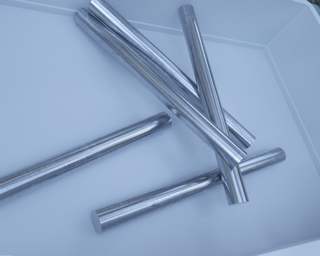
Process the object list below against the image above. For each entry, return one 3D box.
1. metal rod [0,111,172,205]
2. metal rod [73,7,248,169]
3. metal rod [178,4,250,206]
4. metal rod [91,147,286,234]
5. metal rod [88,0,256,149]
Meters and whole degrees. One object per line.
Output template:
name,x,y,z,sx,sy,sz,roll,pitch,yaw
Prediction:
metal rod,-0.104,0.039,0.325,0.302,0.025,0.025,-24,75,-36
metal rod,-0.010,-0.061,0.403,0.300,0.025,0.025,44,50,15
metal rod,0.067,-0.046,0.425,0.025,0.025,0.299,1,66,-28
metal rod,0.059,0.068,0.395,0.303,0.025,0.025,-12,68,-33
metal rod,0.021,-0.075,0.445,0.300,0.025,0.025,41,51,-7
